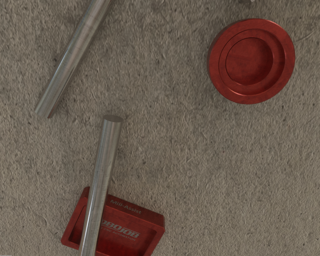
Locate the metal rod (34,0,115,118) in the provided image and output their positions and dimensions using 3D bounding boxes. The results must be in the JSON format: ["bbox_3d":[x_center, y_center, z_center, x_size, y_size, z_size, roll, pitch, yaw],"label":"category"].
[{"bbox_3d":[-0.071,-0.139,0.357,0.025,0.025,0.299,30,107,-11],"label":"metal rod"}]

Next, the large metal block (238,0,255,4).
[{"bbox_3d":[0.107,-0.191,0.327,0.080,0.050,0.080,-32,107,11],"label":"large metal block"}]

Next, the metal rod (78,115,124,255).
[{"bbox_3d":[-0.090,0.125,0.421,0.025,0.025,0.298,12,109,-5],"label":"metal rod"}]

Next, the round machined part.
[{"bbox_3d":[0.105,-0.081,0.373,0.099,0.042,0.097,0,110,-1],"label":"round machined part"}]

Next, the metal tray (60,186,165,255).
[{"bbox_3d":[-0.069,0.152,0.462,0.131,0.030,0.089,24,108,-9],"label":"metal tray"}]
